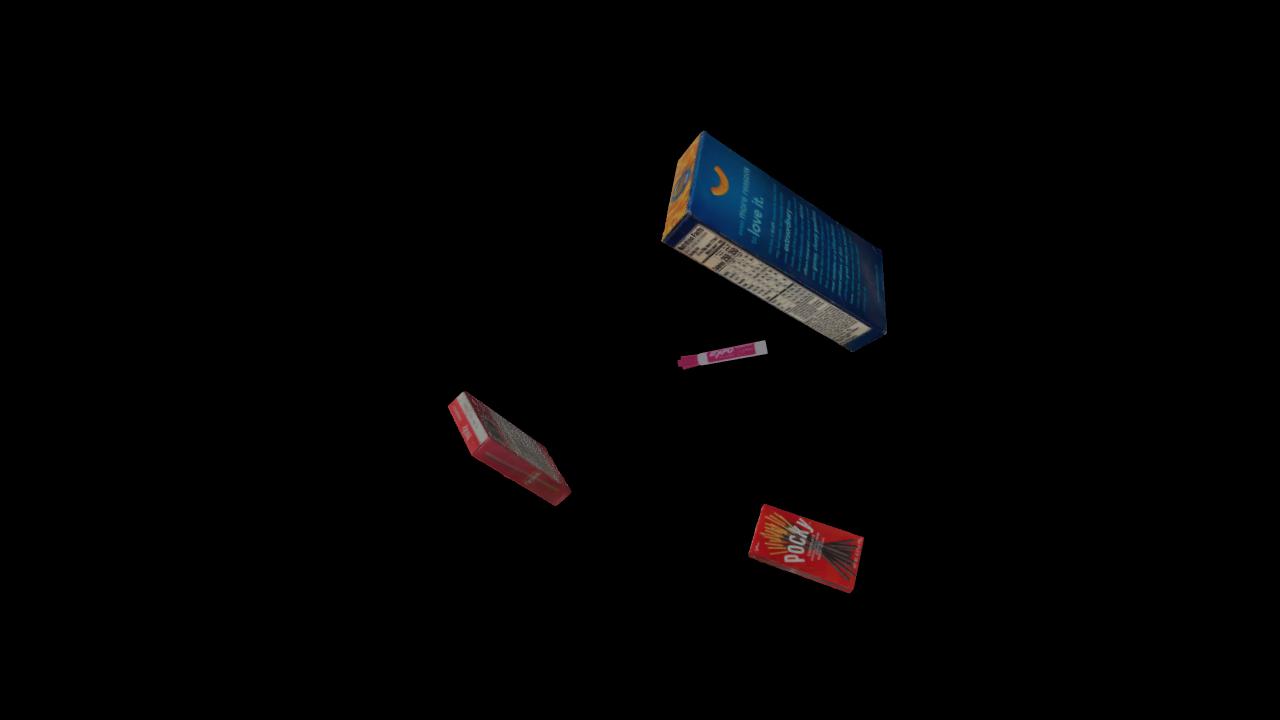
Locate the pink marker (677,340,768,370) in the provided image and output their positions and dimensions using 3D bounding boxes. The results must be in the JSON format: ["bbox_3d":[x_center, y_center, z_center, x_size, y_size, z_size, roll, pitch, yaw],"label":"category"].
[{"bbox_3d":[0.110,-0.006,0.827,0.121,0.020,0.020,-11,-2,12],"label":"pink marker"}]

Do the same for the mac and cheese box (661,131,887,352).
[{"bbox_3d":[0.107,-0.086,0.464,0.184,0.093,0.041,27,-36,-19],"label":"mac and cheese box"}]

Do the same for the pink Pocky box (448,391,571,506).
[{"bbox_3d":[-0.142,0.101,0.684,0.084,0.029,0.155,48,0,43],"label":"pink Pocky box"}]

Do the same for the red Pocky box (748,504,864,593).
[{"bbox_3d":[0.247,0.279,0.916,0.155,0.083,0.028,16,-30,14],"label":"red Pocky box"}]
